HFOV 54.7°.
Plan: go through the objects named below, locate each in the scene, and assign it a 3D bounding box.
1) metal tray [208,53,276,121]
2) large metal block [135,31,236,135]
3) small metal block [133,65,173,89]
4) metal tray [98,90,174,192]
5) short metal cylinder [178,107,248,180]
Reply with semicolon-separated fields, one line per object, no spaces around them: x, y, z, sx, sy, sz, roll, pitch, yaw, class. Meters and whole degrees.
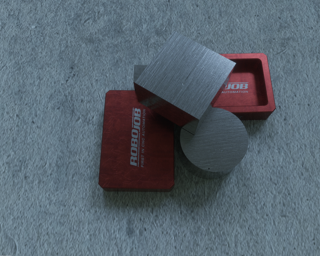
0.084;-0.056;0.428;0.131;0.030;0.090;-1;70;-1;metal tray
0.029;-0.052;0.361;0.080;0.050;0.080;31;73;10;large metal block
-0.008;-0.061;0.418;0.050;0.050;0.025;1;70;0;small metal block
-0.027;0.016;0.402;0.091;0.030;0.130;1;70;0;metal tray
0.064;0.021;0.389;0.080;0.050;0.080;0;70;0;short metal cylinder
